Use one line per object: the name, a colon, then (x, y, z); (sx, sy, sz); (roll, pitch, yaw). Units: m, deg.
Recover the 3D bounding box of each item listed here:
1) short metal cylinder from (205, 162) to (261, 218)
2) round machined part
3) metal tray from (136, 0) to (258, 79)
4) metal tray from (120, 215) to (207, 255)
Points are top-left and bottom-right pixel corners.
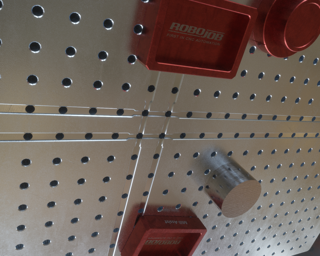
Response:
short metal cylinder: (0.125, 0.106, 0.532); (0.081, 0.050, 0.079); (-14, 124, -21)
round machined part: (0.178, -0.141, 0.413); (0.099, 0.042, 0.097); (-14, 125, -21)
metal tray: (0.045, -0.110, 0.366); (0.131, 0.030, 0.089); (1, 118, -29)
metal tray: (0.009, 0.198, 0.537); (0.131, 0.030, 0.089); (14, 111, -34)
